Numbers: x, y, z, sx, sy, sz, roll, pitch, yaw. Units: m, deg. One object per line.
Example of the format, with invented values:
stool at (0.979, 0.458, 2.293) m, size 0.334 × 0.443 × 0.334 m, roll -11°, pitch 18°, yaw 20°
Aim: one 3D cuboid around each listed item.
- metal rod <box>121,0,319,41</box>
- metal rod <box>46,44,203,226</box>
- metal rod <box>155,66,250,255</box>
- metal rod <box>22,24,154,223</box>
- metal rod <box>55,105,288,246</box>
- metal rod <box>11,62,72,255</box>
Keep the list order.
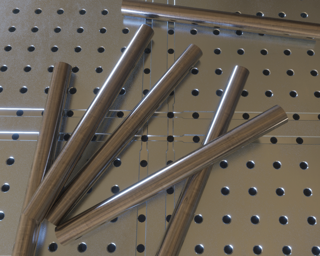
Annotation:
metal rod at (0.092, -0.165, 0.472) m, size 0.301 × 0.025 × 0.025 m, roll 8°, pitch 70°, yaw 3°
metal rod at (-0.040, -0.002, 0.412) m, size 0.025 × 0.025 × 0.300 m, roll 36°, pitch 74°, yaw 12°
metal rod at (0.055, 0.048, 0.394) m, size 0.025 × 0.025 × 0.300 m, roll 23°, pitch 71°, yaw 8°
metal rod at (-0.082, -0.022, 0.407) m, size 0.025 × 0.025 × 0.300 m, roll 23°, pitch 67°, yaw 8°
metal rod at (0.015, 0.055, 0.370) m, size 0.301 × 0.025 × 0.025 m, roll -29°, pitch 73°, yaw -2°
metal rod at (-0.150, 0.052, 0.391) m, size 0.025 × 0.025 × 0.299 m, roll 4°, pitch 70°, yaw 1°
